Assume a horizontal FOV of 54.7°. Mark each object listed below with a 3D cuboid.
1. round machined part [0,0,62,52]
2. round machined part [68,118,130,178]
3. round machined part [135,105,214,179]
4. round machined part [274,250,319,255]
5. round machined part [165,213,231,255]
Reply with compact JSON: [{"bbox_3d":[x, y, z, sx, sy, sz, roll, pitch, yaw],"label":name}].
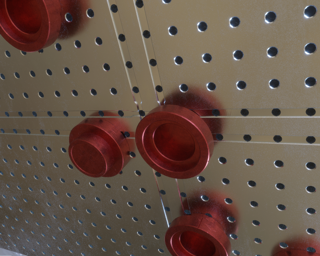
[{"bbox_3d":[-0.165,-0.150,0.392,0.098,0.042,0.097,13,124,20],"label":"round machined part"},{"bbox_3d":[-0.099,0.036,0.473,0.098,0.042,0.097,13,124,20],"label":"round machined part"},{"bbox_3d":[0.022,0.014,0.396,0.098,0.042,0.097,13,124,20],"label":"round machined part"},{"bbox_3d":[0.201,0.221,0.431,0.098,0.042,0.097,13,124,20],"label":"round machined part"},{"bbox_3d":[0.060,0.170,0.472,0.098,0.042,0.097,13,124,20],"label":"round machined part"}]
